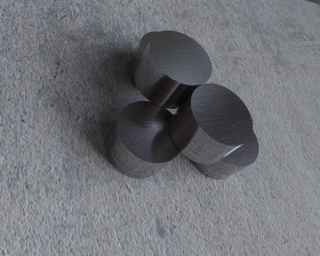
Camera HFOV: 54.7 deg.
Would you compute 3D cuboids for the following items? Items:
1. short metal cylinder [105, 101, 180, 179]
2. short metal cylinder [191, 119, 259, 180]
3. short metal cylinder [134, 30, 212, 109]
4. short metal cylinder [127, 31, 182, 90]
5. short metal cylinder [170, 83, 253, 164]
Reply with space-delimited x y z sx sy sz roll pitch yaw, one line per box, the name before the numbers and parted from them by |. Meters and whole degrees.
short metal cylinder | -0.020 0.015 0.369 0.081 0.050 0.080 14 56 -21
short metal cylinder | 0.085 0.024 0.419 0.081 0.050 0.080 14 56 -21
short metal cylinder | 0.015 -0.070 0.375 0.081 0.050 0.080 13 56 -20
short metal cylinder | -0.001 -0.091 0.444 0.081 0.050 0.080 14 56 -21
short metal cylinder | 0.058 -0.005 0.358 0.081 0.050 0.080 14 56 -21
